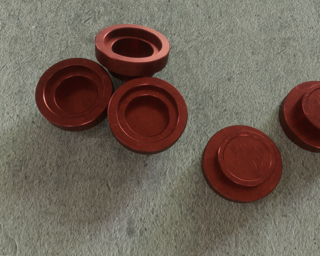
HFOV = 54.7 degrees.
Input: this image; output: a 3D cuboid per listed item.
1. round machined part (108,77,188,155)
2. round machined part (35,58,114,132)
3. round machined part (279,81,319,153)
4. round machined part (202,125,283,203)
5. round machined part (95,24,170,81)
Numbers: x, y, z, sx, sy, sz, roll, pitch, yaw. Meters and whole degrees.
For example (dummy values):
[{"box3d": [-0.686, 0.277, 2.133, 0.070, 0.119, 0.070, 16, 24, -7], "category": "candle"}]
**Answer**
[{"box3d": [-0.017, -0.013, 0.400, 0.099, 0.042, 0.098, 2, 73, -6], "category": "round machined part"}, {"box3d": [-0.109, -0.041, 0.413, 0.099, 0.042, 0.098, 0, 70, 0], "category": "round machined part"}, {"box3d": [0.213, -0.019, 0.407, 0.099, 0.042, 0.098, 0, 70, 0], "category": "round machined part"}, {"box3d": [0.103, 0.042, 0.384, 0.099, 0.042, 0.098, 0, 70, 0], "category": "round machined part"}, {"box3d": [-0.038, -0.099, 0.422, 0.099, 0.042, 0.098, 6, 45, -5], "category": "round machined part"}]
